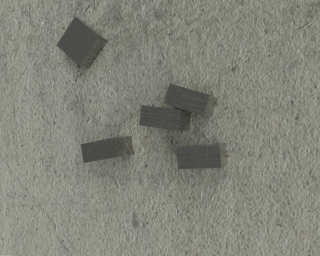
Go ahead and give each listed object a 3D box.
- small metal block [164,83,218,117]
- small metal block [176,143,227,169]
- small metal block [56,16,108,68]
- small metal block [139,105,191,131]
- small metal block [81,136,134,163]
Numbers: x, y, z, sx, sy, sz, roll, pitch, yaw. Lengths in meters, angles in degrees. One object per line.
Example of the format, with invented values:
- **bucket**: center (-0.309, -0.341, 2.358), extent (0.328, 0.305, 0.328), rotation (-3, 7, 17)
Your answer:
- **small metal block**: center (0.039, -0.033, 0.382), extent (0.050, 0.050, 0.025), rotation (19, 97, 19)
- **small metal block**: center (0.052, 0.034, 0.377), extent (0.050, 0.050, 0.025), rotation (-5, 89, 20)
- **small metal block**: center (-0.113, -0.123, 0.449), extent (0.050, 0.025, 0.050), rotation (41, 103, 15)
- **small metal block**: center (0.008, -0.012, 0.393), extent (0.050, 0.050, 0.025), rotation (8, 93, 20)
- **small metal block**: center (-0.070, 0.029, 0.420), extent (0.050, 0.050, 0.025), rotation (-12, 86, 19)
